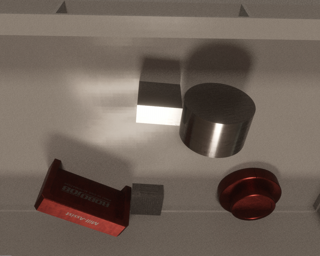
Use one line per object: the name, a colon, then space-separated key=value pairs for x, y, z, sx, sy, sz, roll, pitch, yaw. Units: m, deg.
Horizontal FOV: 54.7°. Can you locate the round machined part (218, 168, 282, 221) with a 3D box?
round machined part: x=0.145 y=0.112 z=0.495 sx=0.099 sy=0.042 sz=0.097 roll=-1 pitch=130 yaw=0

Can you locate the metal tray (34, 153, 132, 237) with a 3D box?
metal tray: x=-0.109 y=0.100 z=0.467 sx=0.131 sy=0.090 sz=0.030 roll=26 pitch=122 yaw=-20

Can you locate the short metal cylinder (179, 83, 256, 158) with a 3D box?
short metal cylinder: x=0.066 y=-0.011 z=0.365 sx=0.081 sy=0.080 sz=0.050 roll=3 pitch=130 yaw=-3

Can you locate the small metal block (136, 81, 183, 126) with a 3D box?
small metal block: x=-0.001 y=-0.030 z=0.367 sx=0.050 sy=0.050 sz=0.025 roll=4 pitch=130 yaw=-4

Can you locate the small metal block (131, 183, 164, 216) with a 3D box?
small metal block: x=-0.022 y=0.118 z=0.509 sx=0.050 sy=0.025 sz=0.050 roll=4 pitch=130 yaw=-5
